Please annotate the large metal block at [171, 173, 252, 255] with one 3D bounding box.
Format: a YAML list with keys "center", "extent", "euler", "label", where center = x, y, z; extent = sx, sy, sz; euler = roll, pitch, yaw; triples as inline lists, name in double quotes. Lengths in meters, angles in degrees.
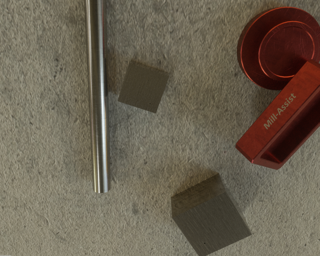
- center: [0.071, 0.125, 0.443]
  extent: [0.080, 0.050, 0.080]
  euler: [-29, 108, 10]
  label: "large metal block"

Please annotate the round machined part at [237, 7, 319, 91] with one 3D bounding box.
- center: [0.145, -0.092, 0.368]
  extent: [0.099, 0.042, 0.097]
  euler: [0, 110, 0]
  label: "round machined part"

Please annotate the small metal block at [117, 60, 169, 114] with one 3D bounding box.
- center: [-0.021, -0.052, 0.390]
  extent: [0.050, 0.025, 0.050]
  euler: [18, 109, -7]
  label: "small metal block"

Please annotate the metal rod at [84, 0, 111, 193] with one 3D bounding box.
- center: [-0.077, -0.054, 0.389]
  extent: [0.025, 0.025, 0.298]
  euler: [2, 110, -1]
  label: "metal rod"

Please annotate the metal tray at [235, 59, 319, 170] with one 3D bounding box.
- center: [0.162, -0.010, 0.378]
  extent: [0.090, 0.030, 0.129]
  euler: [18, 115, -48]
  label: "metal tray"
